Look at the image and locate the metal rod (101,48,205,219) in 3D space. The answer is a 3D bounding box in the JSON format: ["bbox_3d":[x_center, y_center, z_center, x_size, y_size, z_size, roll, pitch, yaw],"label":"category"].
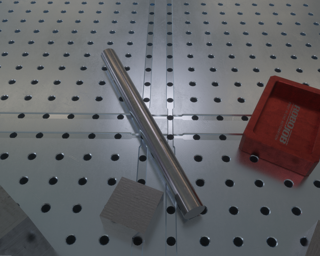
[{"bbox_3d":[-0.024,-0.015,0.419,0.025,0.025,0.300,-19,53,-15],"label":"metal rod"}]

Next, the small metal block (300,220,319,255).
[{"bbox_3d":[0.167,0.128,0.301,0.050,0.025,0.050,28,55,21],"label":"small metal block"}]

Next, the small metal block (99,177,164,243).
[{"bbox_3d":[-0.029,0.087,0.334,0.050,0.025,0.050,18,52,14],"label":"small metal block"}]

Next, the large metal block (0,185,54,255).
[{"bbox_3d":[-0.156,0.093,0.293,0.080,0.080,0.050,35,58,25],"label":"large metal block"}]

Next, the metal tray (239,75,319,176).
[{"bbox_3d":[0.171,-0.009,0.412,0.090,0.030,0.130,23,53,18],"label":"metal tray"}]
